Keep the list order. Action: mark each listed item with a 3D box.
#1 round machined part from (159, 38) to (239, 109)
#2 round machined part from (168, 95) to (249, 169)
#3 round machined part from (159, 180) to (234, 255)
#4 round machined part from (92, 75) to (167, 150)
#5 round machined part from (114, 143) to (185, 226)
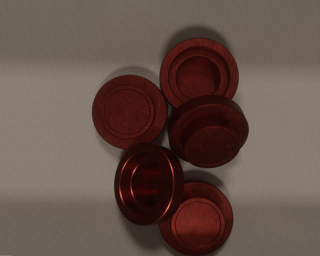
[{"bbox_3d":[0.048,-0.063,0.404,0.099,0.042,0.097,0,90,-1],"label":"round machined part"},{"bbox_3d":[0.060,0.012,0.378,0.099,0.042,0.097,-3,129,-3],"label":"round machined part"},{"bbox_3d":[0.047,0.119,0.404,0.099,0.042,0.097,0,90,-1],"label":"round machined part"},{"bbox_3d":[-0.040,-0.020,0.400,0.099,0.042,0.097,0,91,2],"label":"round machined part"},{"bbox_3d":[-0.009,0.070,0.386,0.098,0.042,0.098,-10,74,39],"label":"round machined part"}]
